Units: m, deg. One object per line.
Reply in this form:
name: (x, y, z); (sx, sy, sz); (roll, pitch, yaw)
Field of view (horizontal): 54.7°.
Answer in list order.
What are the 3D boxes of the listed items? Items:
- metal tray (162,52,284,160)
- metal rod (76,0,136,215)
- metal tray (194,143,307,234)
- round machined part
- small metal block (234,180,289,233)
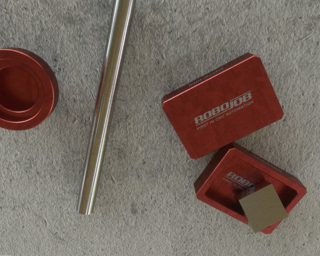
metal tray: (0.079, -0.027, 0.399); (0.130, 0.030, 0.090); (-27, 108, 9)
metal rod: (-0.074, -0.017, 0.402); (0.025, 0.025, 0.298); (13, 110, -5)
metal tray: (0.126, 0.086, 0.440); (0.131, 0.030, 0.090); (29, 107, -11)
round machined part: (-0.174, -0.049, 0.380); (0.099, 0.042, 0.097); (0, 110, -1)
small metal block: (0.138, 0.108, 0.426); (0.050, 0.025, 0.050); (-27, 90, -1)
